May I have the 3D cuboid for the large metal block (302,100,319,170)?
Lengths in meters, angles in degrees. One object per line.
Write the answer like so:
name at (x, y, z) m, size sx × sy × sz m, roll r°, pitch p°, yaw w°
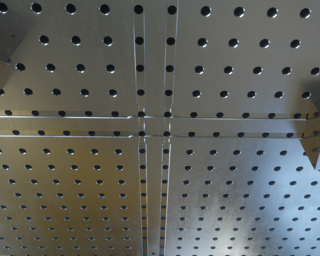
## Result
large metal block at (0.242, 0.007, 0.405) m, size 0.080 × 0.050 × 0.080 m, roll -6°, pitch 130°, yaw 4°

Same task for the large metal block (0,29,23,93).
large metal block at (-0.208, -0.072, 0.331) m, size 0.080 × 0.050 × 0.080 m, roll 27°, pitch 125°, yaw -22°
